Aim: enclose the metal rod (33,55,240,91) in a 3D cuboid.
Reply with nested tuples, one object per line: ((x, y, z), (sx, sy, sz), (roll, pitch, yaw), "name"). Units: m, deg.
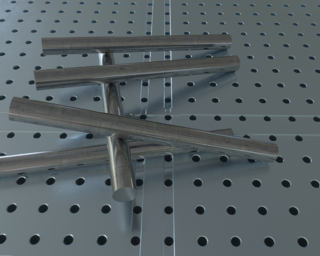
((-0.016, -0.081, 0.437), (0.303, 0.025, 0.025), (-10, 50, -23), "metal rod")

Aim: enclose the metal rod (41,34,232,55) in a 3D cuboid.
((-0.026, -0.134, 0.492), (0.303, 0.025, 0.025), (-6, 50, -17), "metal rod")

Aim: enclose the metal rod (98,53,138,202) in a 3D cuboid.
((-0.064, -0.034, 0.412), (0.025, 0.025, 0.300), (-9, 44, -8), "metal rod")

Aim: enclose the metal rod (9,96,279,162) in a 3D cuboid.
((-0.005, 0.005, 0.349), (0.302, 0.025, 0.025), (10, 49, -14), "metal rod")

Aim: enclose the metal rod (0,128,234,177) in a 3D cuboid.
((-0.057, 0.030, 0.381), (0.302, 0.025, 0.025), (-7, 51, -6), "metal rod")
